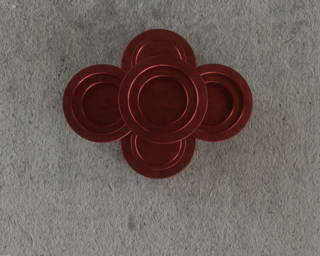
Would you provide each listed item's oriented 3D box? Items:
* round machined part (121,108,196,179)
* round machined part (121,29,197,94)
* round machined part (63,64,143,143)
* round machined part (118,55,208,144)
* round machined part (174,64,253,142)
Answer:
[{"bbox_3d":[-0.002,0.018,0.402,0.099,0.042,0.097,0,90,-1],"label":"round machined part"},{"bbox_3d":[-0.001,-0.081,0.402,0.099,0.042,0.097,0,90,-1],"label":"round machined part"},{"bbox_3d":[-0.071,-0.030,0.402,0.099,0.042,0.097,0,90,-1],"label":"round machined part"},{"bbox_3d":[0.003,-0.031,0.360,0.099,0.042,0.097,0,90,-1],"label":"round machined part"},{"bbox_3d":[0.066,-0.031,0.403,0.099,0.042,0.097,0,90,-1],"label":"round machined part"}]
